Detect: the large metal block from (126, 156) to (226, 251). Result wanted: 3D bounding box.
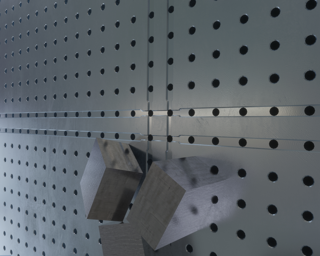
[{"bbox_3d":[0.019,0.082,0.359,0.050,0.081,0.080,38,113,34],"label":"large metal block"}]

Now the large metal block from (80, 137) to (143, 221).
[{"bbox_3d":[-0.071,0.071,0.434,0.080,0.050,0.080,-67,28,18],"label":"large metal block"}]

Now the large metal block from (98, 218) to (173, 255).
[{"bbox_3d":[-0.032,0.165,0.421,0.080,0.050,0.080,-19,78,38],"label":"large metal block"}]
